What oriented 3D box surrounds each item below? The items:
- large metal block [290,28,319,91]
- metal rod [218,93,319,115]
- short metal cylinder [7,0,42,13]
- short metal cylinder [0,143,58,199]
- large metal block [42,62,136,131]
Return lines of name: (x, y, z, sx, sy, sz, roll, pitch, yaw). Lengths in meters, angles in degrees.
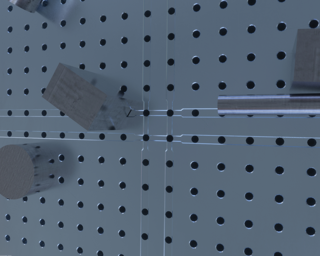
large metal block: (0.181, -0.067, 0.319, 0.080, 0.080, 0.050, 5, 92, 20)
metal rod: (0.216, -0.026, 0.336, 0.301, 0.025, 0.025, 1, 91, 19)
short metal cylinder: (-0.210, -0.217, 0.458, 0.080, 0.080, 0.050, 41, 103, 15)
short metal cylinder: (-0.206, 0.064, 0.472, 0.080, 0.050, 0.080, 0, 90, 20)
large metal block: (-0.092, -0.039, 0.416, 0.080, 0.080, 0.050, 34, 101, 16)
